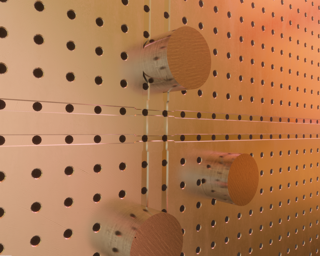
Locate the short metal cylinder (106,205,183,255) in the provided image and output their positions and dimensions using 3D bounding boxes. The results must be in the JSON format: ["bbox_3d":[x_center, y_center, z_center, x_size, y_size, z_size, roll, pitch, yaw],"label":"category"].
[{"bbox_3d":[-0.018,0.139,0.380,0.081,0.050,0.079,0,90,-40],"label":"short metal cylinder"}]

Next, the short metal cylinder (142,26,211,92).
[{"bbox_3d":[0.023,-0.089,0.414,0.081,0.050,0.079,0,90,-40],"label":"short metal cylinder"}]

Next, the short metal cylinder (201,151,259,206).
[{"bbox_3d":[0.112,0.078,0.490,0.081,0.050,0.079,0,90,-40],"label":"short metal cylinder"}]
